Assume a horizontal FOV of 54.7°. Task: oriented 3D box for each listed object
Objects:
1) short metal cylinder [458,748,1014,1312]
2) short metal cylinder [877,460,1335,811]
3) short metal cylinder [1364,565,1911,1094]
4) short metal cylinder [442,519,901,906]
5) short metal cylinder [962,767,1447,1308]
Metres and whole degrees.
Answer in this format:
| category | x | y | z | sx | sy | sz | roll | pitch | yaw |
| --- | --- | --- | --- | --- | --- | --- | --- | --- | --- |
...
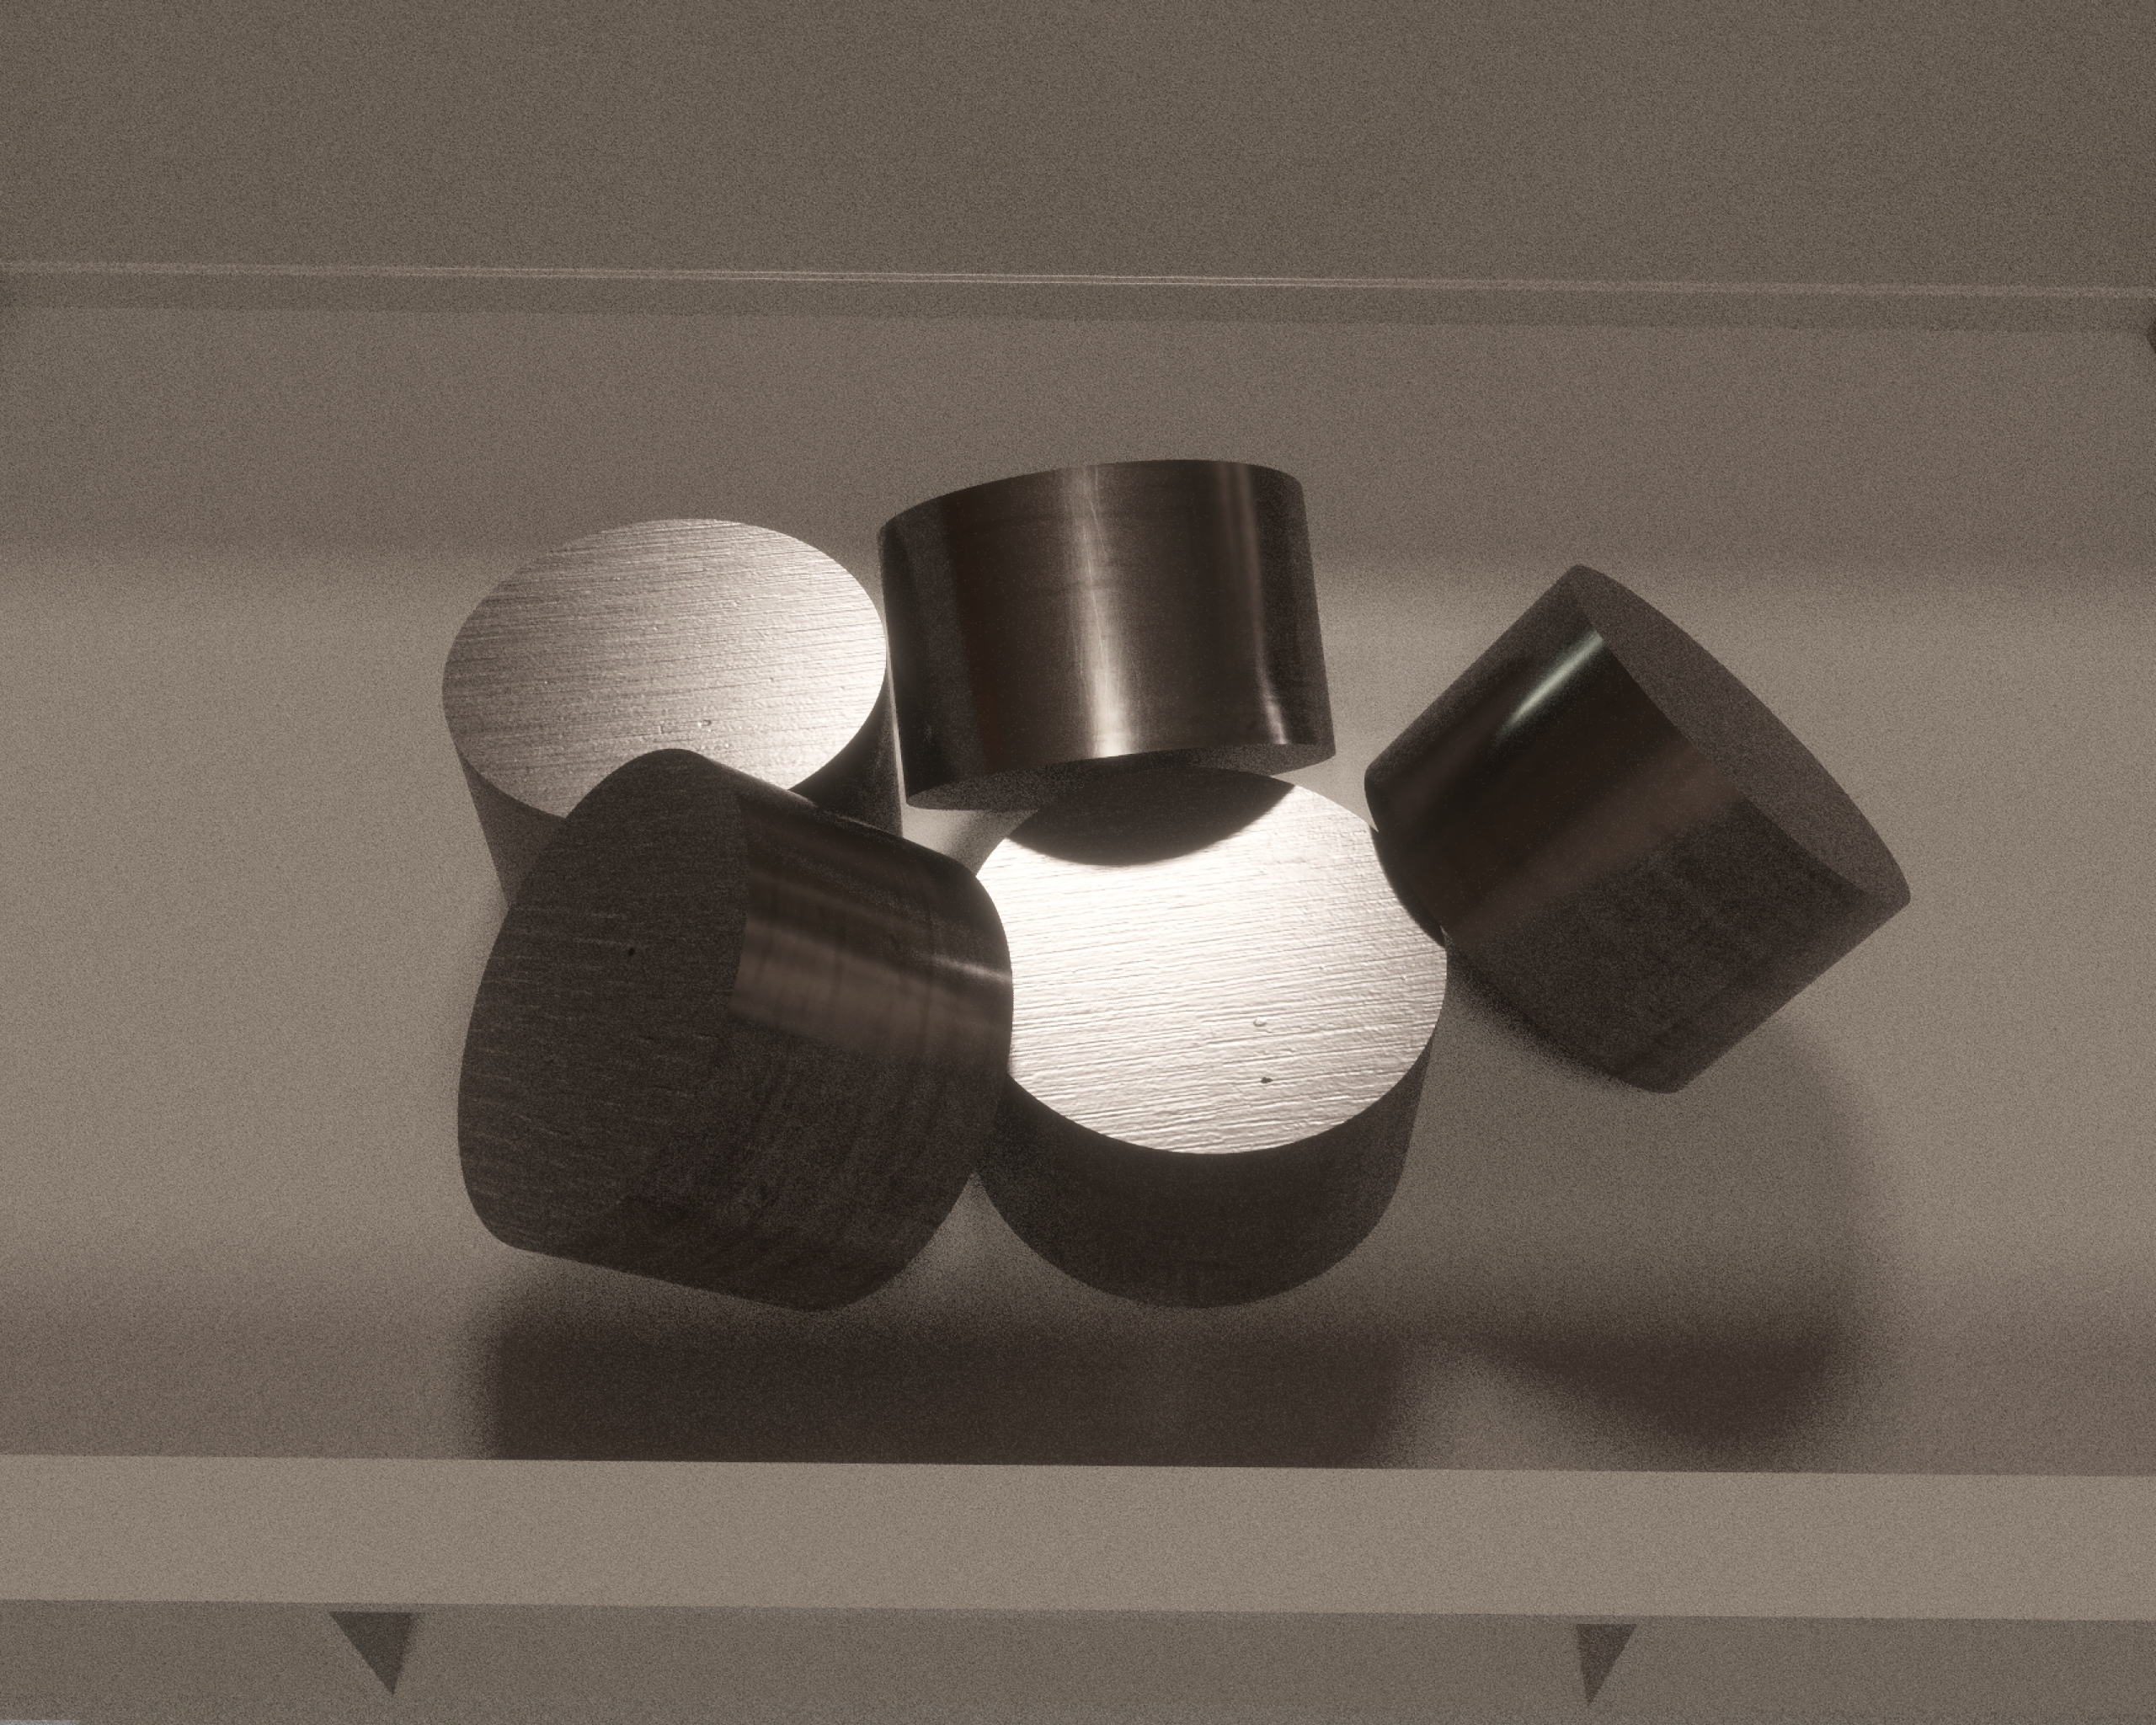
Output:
| category | x | y | z | sx | sy | sz | roll | pitch | yaw |
| --- | --- | --- | --- | --- | --- | --- | --- | --- | --- |
| short metal cylinder | -0.056 | 0.028 | 0.335 | 0.050 | 0.080 | 0.080 | 24 | 37 | -38 |
| short metal cylinder | 0.005 | -0.040 | 0.391 | 0.081 | 0.080 | 0.050 | -6 | 86 | -6 |
| short metal cylinder | 0.097 | -0.006 | 0.367 | 0.080 | 0.050 | 0.080 | 35 | 26 | -19 |
| short metal cylinder | -0.076 | -0.021 | 0.402 | 0.081 | 0.050 | 0.080 | 0 | 50 | 0 |
| short metal cylinder | 0.020 | 0.030 | 0.362 | 0.081 | 0.050 | 0.080 | 0 | 50 | 0 |
